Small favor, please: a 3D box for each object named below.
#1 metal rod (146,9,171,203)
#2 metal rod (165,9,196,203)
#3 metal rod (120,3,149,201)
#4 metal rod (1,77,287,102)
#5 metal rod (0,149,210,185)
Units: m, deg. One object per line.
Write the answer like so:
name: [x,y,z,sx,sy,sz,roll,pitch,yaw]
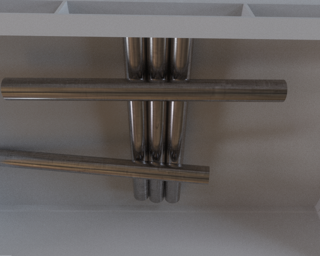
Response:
metal rod: [-0.004,-0.002,0.406,0.025,0.025,0.298,0,130,-1]
metal rod: [0.022,-0.001,0.406,0.025,0.025,0.298,0,130,-1]
metal rod: [-0.028,-0.006,0.403,0.025,0.025,0.298,0,130,-1]
metal rod: [-0.016,-0.042,0.339,0.302,0.025,0.025,0,130,-1]
metal rod: [-0.085,0.053,0.428,0.302,0.025,0.025,4,130,5]
